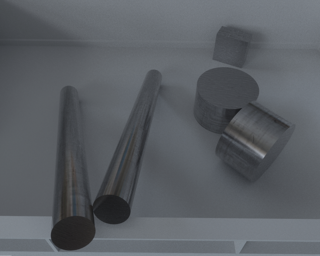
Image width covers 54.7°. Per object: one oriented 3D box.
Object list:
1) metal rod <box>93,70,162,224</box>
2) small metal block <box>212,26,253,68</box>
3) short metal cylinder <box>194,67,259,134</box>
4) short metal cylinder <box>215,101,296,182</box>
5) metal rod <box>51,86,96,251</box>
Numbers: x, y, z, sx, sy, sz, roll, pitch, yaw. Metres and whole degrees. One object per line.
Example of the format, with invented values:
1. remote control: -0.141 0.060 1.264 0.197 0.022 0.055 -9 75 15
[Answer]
1. metal rod: -0.020 -0.012 0.337 0.025 0.025 0.301 4 26 3
2. small metal block: 0.116 -0.130 0.500 0.050 0.050 0.025 21 53 16
3. short metal cylinder: 0.088 -0.038 0.422 0.081 0.050 0.080 0 50 0
4. short metal cylinder: 0.110 0.015 0.358 0.080 0.080 0.050 -37 60 -27
5. metal rod: -0.091 0.006 0.314 0.025 0.025 0.300 -13 25 -11
